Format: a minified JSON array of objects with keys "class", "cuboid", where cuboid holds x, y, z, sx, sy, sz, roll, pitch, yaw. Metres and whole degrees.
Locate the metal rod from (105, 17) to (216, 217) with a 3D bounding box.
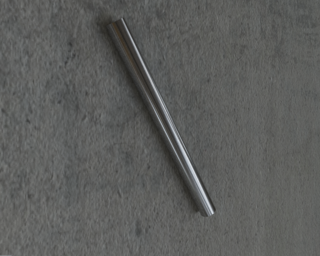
[{"class":"metal rod","cuboid":[0.010,0.001,0.414,0.025,0.025,0.299,-41,115,-33]}]
